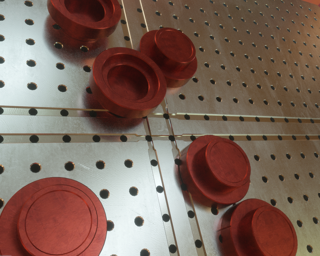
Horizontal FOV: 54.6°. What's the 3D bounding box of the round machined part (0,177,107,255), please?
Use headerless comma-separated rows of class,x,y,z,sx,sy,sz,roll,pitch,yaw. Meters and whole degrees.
round machined part,-0.097,0.092,0.289,0.099,0.042,0.098,13,56,-21

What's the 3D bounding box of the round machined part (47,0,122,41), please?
round machined part,-0.108,-0.163,0.438,0.099,0.042,0.098,13,56,-21

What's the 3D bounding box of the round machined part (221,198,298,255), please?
round machined part,0.129,0.135,0.384,0.099,0.042,0.098,13,56,-21

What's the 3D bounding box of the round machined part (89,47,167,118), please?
round machined part,-0.044,-0.055,0.406,0.099,0.042,0.098,13,56,-21

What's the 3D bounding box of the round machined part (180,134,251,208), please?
round machined part,0.079,0.052,0.408,0.099,0.042,0.098,13,56,-21

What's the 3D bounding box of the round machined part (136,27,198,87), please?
round machined part,0.015,-0.114,0.475,0.099,0.042,0.098,13,56,-21
